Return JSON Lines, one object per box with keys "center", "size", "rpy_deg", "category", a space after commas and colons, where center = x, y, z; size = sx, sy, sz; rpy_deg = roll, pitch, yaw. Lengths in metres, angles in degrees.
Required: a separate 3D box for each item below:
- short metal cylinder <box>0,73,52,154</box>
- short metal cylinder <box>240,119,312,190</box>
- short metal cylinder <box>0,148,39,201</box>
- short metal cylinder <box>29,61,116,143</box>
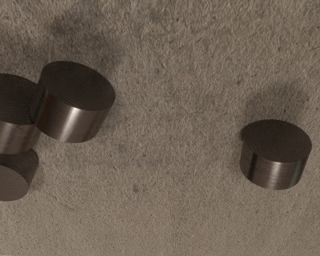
{"center": [-0.172, -0.017, 0.354], "size": [0.080, 0.080, 0.050], "rpy_deg": [24, 126, -20], "category": "short metal cylinder"}
{"center": [0.147, 0.033, 0.402], "size": [0.081, 0.080, 0.050], "rpy_deg": [-2, 130, 1], "category": "short metal cylinder"}
{"center": [-0.220, 0.059, 0.438], "size": [0.081, 0.050, 0.079], "rpy_deg": [0, 130, 0], "category": "short metal cylinder"}
{"center": [-0.097, -0.030, 0.345], "size": [0.080, 0.080, 0.050], "rpy_deg": [22, 127, -18], "category": "short metal cylinder"}
